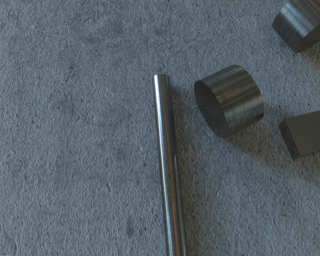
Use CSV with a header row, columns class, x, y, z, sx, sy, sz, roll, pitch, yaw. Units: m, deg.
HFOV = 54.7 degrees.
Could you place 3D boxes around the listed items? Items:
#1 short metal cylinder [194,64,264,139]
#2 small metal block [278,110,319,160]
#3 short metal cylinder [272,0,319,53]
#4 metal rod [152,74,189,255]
class,x,y,z,sx,sy,sz,roll,pitch,yaw
short metal cylinder,0.085,-0.033,0.392,0.050,0.080,0.080,-26,72,-9
small metal block,0.192,0.009,0.406,0.050,0.025,0.050,-14,71,-5
short metal cylinder,0.208,-0.152,0.436,0.080,0.080,0.050,-30,73,-10
metal rod,0.014,0.071,0.382,0.025,0.025,0.299,-4,70,-2
